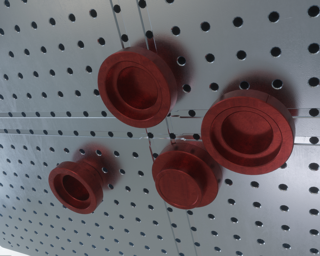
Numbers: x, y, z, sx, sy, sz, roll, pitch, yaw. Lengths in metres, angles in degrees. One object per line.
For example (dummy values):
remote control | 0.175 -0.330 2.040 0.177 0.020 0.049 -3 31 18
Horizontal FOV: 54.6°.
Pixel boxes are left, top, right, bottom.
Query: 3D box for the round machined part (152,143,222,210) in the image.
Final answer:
round machined part | 0.032 0.073 0.429 0.098 0.042 0.097 13 124 21

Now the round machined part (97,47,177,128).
round machined part | -0.024 -0.052 0.381 0.098 0.042 0.097 13 124 21

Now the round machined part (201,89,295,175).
round machined part | 0.099 0.001 0.349 0.098 0.042 0.097 13 124 21

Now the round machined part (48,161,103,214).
round machined part | -0.139 0.097 0.535 0.098 0.042 0.097 13 124 21
